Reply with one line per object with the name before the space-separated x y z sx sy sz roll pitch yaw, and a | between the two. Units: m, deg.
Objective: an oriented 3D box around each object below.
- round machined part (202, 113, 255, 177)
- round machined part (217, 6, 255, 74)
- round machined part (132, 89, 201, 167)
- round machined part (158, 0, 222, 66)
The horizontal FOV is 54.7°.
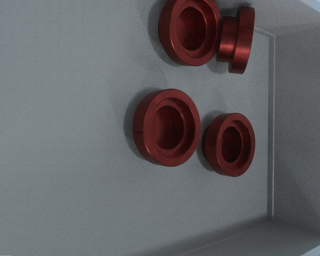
round machined part | 0.103 0.026 0.485 0.099 0.042 0.097 0 90 -40
round machined part | 0.111 -0.133 0.469 0.098 0.042 0.097 6 92 -84
round machined part | 0.004 0.000 0.401 0.099 0.042 0.097 0 90 -40
round machined part | 0.036 -0.134 0.421 0.099 0.042 0.097 -10 107 -38
